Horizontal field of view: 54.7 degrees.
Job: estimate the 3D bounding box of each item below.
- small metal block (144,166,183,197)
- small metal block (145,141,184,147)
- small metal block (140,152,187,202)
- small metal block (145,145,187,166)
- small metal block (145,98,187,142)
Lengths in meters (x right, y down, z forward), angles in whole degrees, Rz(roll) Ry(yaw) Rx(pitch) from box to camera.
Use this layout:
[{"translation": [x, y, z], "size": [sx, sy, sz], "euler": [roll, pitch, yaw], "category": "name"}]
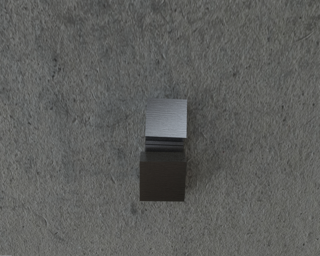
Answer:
[{"translation": [0.004, 0.074, 0.425], "size": [0.050, 0.025, 0.050], "euler": [2, 151, -1], "category": "small metal block"}, {"translation": [0.005, 0.029, 0.423], "size": [0.050, 0.025, 0.050], "euler": [2, 110, -2], "category": "small metal block"}, {"translation": [0.003, 0.055, 0.351], "size": [0.050, 0.025, 0.050], "euler": [1, 110, -1], "category": "small metal block"}, {"translation": [0.005, 0.043, 0.386], "size": [0.050, 0.050, 0.025], "euler": [2, 110, -1], "category": "small metal block"}, {"translation": [0.008, -0.010, 0.395], "size": [0.050, 0.025, 0.050], "euler": [3, 74, -1], "category": "small metal block"}]
